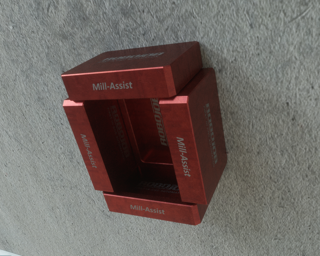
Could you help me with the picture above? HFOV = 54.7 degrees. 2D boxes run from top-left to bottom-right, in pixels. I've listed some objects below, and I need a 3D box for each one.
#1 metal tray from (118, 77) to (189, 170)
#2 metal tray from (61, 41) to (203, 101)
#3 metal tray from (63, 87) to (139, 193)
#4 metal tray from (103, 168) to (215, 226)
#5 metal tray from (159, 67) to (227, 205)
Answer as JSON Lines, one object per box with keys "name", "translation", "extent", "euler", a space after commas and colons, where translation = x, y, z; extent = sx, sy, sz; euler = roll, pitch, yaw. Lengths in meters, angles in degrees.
{"name": "metal tray", "translation": [0.001, -0.008, 0.398], "extent": [0.090, 0.030, 0.129], "euler": [1, 119, 27]}
{"name": "metal tray", "translation": [-0.029, -0.063, 0.341], "extent": [0.130, 0.090, 0.030], "euler": [1, 119, 27]}
{"name": "metal tray", "translation": [-0.065, 0.006, 0.402], "extent": [0.030, 0.090, 0.129], "euler": [1, 119, 28]}
{"name": "metal tray", "translation": [0.003, 0.077, 0.411], "extent": [0.130, 0.090, 0.030], "euler": [1, 119, 27]}
{"name": "metal tray", "translation": [0.043, 0.008, 0.347], "extent": [0.030, 0.090, 0.129], "euler": [1, 119, 28]}
